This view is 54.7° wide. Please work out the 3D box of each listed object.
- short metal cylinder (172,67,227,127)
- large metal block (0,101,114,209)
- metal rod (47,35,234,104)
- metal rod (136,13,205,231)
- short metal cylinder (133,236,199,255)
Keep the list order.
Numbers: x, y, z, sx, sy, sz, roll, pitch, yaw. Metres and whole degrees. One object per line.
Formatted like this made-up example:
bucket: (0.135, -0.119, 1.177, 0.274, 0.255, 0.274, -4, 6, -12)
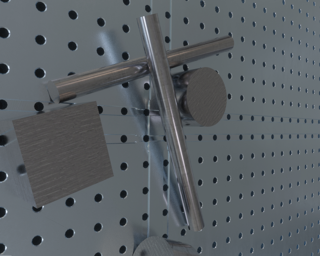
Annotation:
short metal cylinder: (0.048, -0.042, 0.434, 0.081, 0.050, 0.079, 0, 90, -40)
large metal block: (-0.102, 0.022, 0.308, 0.081, 0.050, 0.079, -19, 102, -38)
metal rod: (0.000, -0.087, 0.409, 0.302, 0.025, 0.025, -25, 106, -37)
metal rod: (0.019, 0.008, 0.404, 0.025, 0.025, 0.298, -29, 115, -36)
short metal cylinder: (0.007, 0.179, 0.380, 0.050, 0.080, 0.080, 29, 72, -37)
